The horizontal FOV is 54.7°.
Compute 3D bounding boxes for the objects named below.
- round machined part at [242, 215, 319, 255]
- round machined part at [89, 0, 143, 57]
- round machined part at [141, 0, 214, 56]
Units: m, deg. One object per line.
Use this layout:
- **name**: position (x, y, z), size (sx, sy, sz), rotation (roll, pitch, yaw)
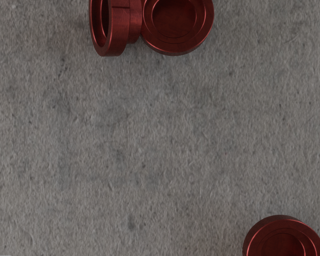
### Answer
- **round machined part**: position (0.156, 0.161, 0.404), size (0.099, 0.042, 0.097), rotation (0, 90, -1)
- **round machined part**: position (-0.053, -0.137, 0.378), size (0.042, 0.098, 0.097), rotation (-8, 90, -26)
- **round machined part**: position (0.018, -0.142, 0.402), size (0.099, 0.042, 0.097), rotation (0, 90, -1)
